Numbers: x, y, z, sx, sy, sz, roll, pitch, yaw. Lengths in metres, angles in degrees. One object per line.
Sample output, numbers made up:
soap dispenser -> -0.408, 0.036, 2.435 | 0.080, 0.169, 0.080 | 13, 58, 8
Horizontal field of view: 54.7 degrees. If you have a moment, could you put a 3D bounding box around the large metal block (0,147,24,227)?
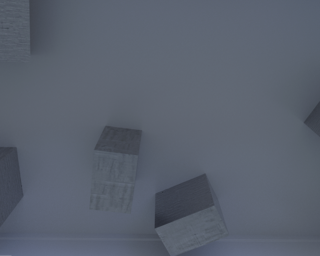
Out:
large metal block -> -0.227, 0.077, 0.408 | 0.050, 0.080, 0.079 | 2, 110, -1

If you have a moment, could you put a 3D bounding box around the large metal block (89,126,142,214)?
large metal block -> -0.055, 0.051, 0.400 | 0.050, 0.080, 0.079 | 7, 110, -3

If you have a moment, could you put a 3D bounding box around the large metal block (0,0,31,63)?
large metal block -> -0.187, -0.118, 0.338 | 0.081, 0.050, 0.079 | -2, 112, -25

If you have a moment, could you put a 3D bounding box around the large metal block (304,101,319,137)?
large metal block -> 0.231, -0.017, 0.373 | 0.050, 0.080, 0.080 | 30, 108, 0

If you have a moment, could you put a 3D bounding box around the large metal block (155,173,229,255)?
large metal block -> 0.040, 0.117, 0.425 | 0.080, 0.080, 0.050 | -24, 109, 8
